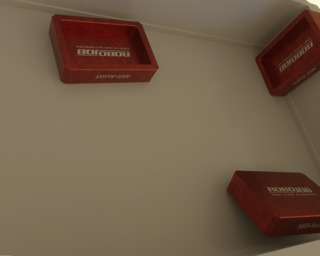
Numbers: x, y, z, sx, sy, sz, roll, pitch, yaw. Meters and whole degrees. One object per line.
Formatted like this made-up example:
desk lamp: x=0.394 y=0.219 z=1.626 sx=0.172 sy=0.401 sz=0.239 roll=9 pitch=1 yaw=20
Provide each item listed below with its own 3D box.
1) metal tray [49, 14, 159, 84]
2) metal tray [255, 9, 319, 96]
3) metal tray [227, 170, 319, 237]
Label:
metal tray: x=-0.076 y=-0.107 z=0.426 sx=0.131 sy=0.030 sz=0.090 roll=-6 pitch=65 yaw=-31
metal tray: x=0.234 y=-0.126 z=0.541 sx=0.030 sy=0.129 sz=0.090 roll=1 pitch=62 yaw=-28
metal tray: x=0.166 y=0.095 z=0.404 sx=0.131 sy=0.030 sz=0.090 roll=6 pitch=25 yaw=-25
